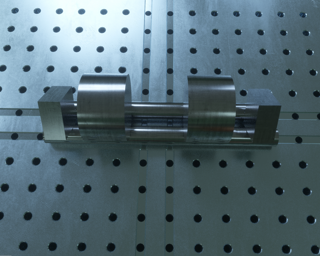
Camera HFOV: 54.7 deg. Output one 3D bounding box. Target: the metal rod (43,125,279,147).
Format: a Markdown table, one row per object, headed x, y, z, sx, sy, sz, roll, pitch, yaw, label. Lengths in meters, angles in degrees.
| x | y | z | sx | sy | sz | roll | pitch | yaw | label |
| --- | --- | --- | --- | --- | --- | --- | --- | --- | --- |
| 0.001 | 0.010 | 0.408 | 0.302 | 0.025 | 0.025 | 1 | 70 | 0 | metal rod |

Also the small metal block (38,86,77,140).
| x | y | z | sx | sy | sz | roll | pitch | yaw | label |
| --- | --- | --- | --- | --- | --- | --- | --- | --- | --- |
| -0.124 | -0.019 | 0.381 | 0.025 | 0.050 | 0.050 | 1 | 28 | 1 | small metal block |

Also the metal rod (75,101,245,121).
| x | y | z | sx | sy | sz | roll | pitch | yaw | label |
| --- | --- | --- | --- | --- | --- | --- | --- | --- | --- |
| 0.004 | -0.023 | 0.420 | 0.302 | 0.025 | 0.025 | 1 | 70 | 0 | metal rod |

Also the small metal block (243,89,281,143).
| x | y | z | sx | sy | sz | roll | pitch | yaw | label |
| --- | --- | --- | --- | --- | --- | --- | --- | --- | --- |
| 0.124 | -0.016 | 0.381 | 0.025 | 0.050 | 0.050 | 0 | 29 | 1 | small metal block |

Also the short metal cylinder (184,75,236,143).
| x | y | z | sx | sy | sz | roll | pitch | yaw | label |
| --- | --- | --- | --- | --- | --- | --- | --- | --- | --- |
| 0.056 | -0.022 | 0.368 | 0.050 | 0.080 | 0.080 | 1 | 70 | 0 | short metal cylinder |

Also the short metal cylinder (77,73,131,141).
| x | y | z | sx | sy | sz | roll | pitch | yaw | label |
| --- | --- | --- | --- | --- | --- | --- | --- | --- | --- |
| -0.063 | -0.024 | 0.368 | 0.050 | 0.080 | 0.080 | 1 | 70 | 0 | short metal cylinder |
